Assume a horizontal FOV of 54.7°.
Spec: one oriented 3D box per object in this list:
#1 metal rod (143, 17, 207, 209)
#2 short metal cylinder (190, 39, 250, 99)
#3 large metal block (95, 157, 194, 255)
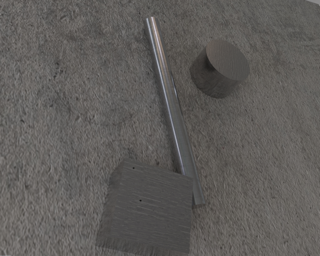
[{"bbox_3d":[0.015,-0.038,0.434,0.025,0.025,0.299,2,61,-27],"label":"metal rod"},{"bbox_3d":[0.095,-0.094,0.496,0.081,0.050,0.080,14,56,-21],"label":"short metal cylinder"},{"bbox_3d":[-0.014,0.087,0.327,0.080,0.050,0.080,19,54,-17],"label":"large metal block"}]
